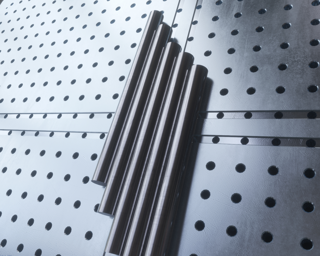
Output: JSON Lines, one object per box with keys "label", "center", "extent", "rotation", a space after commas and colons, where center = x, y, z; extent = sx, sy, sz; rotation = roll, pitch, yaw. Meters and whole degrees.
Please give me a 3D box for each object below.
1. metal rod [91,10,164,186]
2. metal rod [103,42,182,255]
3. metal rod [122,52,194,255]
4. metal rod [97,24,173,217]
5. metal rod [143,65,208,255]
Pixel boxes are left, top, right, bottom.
{"label": "metal rod", "center": [-0.042, -0.059, 0.464], "extent": [0.025, 0.025, 0.300], "rotation": [1, 62, 28]}
{"label": "metal rod", "center": [-0.015, 0.010, 0.408], "extent": [0.025, 0.025, 0.300], "rotation": [1, 62, 28]}
{"label": "metal rod", "center": [0.001, 0.029, 0.387], "extent": [0.025, 0.025, 0.300], "rotation": [1, 62, 28]}
{"label": "metal rod", "center": [-0.028, -0.027, 0.436], "extent": [0.025, 0.025, 0.300], "rotation": [1, 62, 28]}
{"label": "metal rod", "center": [0.018, 0.052, 0.365], "extent": [0.025, 0.025, 0.300], "rotation": [1, 62, 28]}
